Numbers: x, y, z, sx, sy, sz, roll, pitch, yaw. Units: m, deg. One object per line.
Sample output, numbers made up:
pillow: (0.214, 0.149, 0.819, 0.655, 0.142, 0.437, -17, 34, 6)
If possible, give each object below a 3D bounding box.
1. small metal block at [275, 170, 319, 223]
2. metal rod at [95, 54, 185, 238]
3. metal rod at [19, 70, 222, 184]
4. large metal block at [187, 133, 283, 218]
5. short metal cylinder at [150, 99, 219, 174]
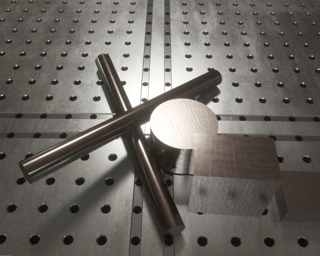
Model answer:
small metal block: (0.159, 0.076, 0.346, 0.050, 0.025, 0.050, 2, 50, 1)
metal rod: (-0.039, -0.001, 0.407, 0.025, 0.025, 0.300, -16, 52, -13)
metal rod: (-0.024, -0.017, 0.390, 0.302, 0.025, 0.025, -29, 56, -34)
large metal block: (0.073, 0.052, 0.329, 0.080, 0.080, 0.050, 4, 50, 2)
short metal cylinder: (0.028, 0.009, 0.383, 0.081, 0.050, 0.080, 1, 49, -1)
